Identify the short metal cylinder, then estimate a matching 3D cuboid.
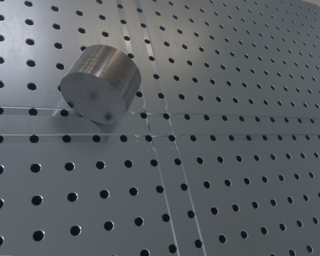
[{"bbox_3d":[-0.068,-0.050,0.366,0.080,0.080,0.050,29,52,-10],"label":"short metal cylinder"}]
